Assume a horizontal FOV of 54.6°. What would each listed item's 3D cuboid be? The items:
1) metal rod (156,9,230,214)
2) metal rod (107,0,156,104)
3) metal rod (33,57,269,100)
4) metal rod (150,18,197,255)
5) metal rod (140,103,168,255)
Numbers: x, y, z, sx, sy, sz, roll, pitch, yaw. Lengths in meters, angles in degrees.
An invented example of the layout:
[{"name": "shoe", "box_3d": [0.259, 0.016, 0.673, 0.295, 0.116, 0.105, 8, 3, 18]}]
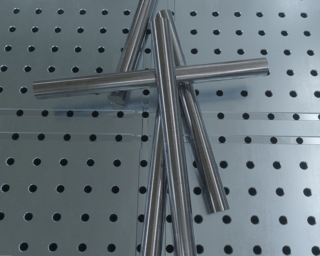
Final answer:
[{"name": "metal rod", "box_3d": [0.039, -0.036, 0.425, 0.025, 0.025, 0.299, -12, 70, -4]}, {"name": "metal rod", "box_3d": [-0.026, -0.175, 0.475, 0.025, 0.025, 0.299, 13, 70, 4]}, {"name": "metal rod", "box_3d": [-0.010, -0.065, 0.407, 0.302, 0.025, 0.025, -6, 70, -3]}, {"name": "metal rod", "box_3d": [0.016, 0.015, 0.372, 0.025, 0.025, 0.299, -6, 83, -2]}, {"name": "metal rod", "box_3d": [-0.005, 0.088, 0.379, 0.025, 0.025, 0.299, 6, 70, 2]}]
